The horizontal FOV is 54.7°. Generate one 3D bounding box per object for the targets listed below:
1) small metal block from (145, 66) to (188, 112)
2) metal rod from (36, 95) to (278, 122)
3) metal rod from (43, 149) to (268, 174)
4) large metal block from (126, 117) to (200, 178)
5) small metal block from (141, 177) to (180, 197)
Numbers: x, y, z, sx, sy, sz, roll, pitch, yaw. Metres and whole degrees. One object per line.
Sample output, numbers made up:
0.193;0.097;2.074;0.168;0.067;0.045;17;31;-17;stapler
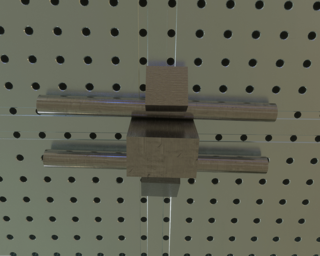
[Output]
0.008;-0.048;0.380;0.050;0.025;0.050;1;76;-1;small metal block
-0.002;-0.025;0.399;0.302;0.025;0.025;2;110;-1;metal rod
-0.005;0.046;0.427;0.302;0.025;0.025;2;110;-1;metal rod
0.003;0.020;0.387;0.081;0.080;0.050;2;110;-1;large metal block
0.000;0.073;0.424;0.050;0.025;0.050;2;148;-2;small metal block
